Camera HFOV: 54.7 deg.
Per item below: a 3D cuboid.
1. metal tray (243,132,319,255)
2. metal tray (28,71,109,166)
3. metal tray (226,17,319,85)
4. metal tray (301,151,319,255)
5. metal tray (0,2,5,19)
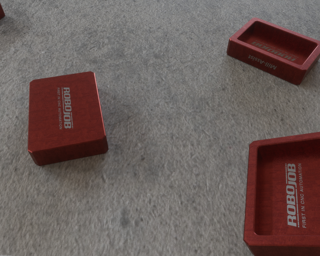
[{"bbox_3d":[0.138,0.065,0.317,0.090,0.030,0.130,-10,41,29],"label":"metal tray"},{"bbox_3d":[-0.124,-0.018,0.413,0.091,0.030,0.130,-11,51,-9],"label":"metal tray"},{"bbox_3d":[0.190,-0.131,0.512,0.130,0.030,0.090,31,56,23],"label":"metal tray"},{"bbox_3d":[0.201,0.091,0.325,0.090,0.030,0.130,15,51,11],"label":"metal tray"},{"bbox_3d":[-0.374,-0.217,0.577,0.130,0.030,0.090,19,52,15],"label":"metal tray"}]
